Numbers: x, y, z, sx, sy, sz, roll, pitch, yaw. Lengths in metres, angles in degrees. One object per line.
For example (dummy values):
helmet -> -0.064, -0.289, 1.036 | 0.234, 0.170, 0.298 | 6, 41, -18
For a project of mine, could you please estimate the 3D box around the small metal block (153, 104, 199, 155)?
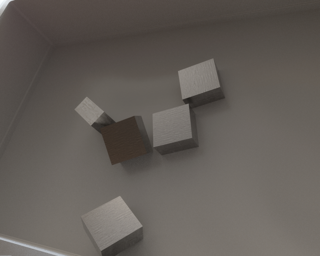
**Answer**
small metal block -> 0.019, 0.002, 0.393 | 0.050, 0.025, 0.050 | -15, 56, 19

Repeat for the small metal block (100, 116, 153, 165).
small metal block -> -0.043, 0.016, 0.403 | 0.050, 0.025, 0.050 | -20, 86, 16

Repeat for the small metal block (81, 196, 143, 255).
small metal block -> -0.054, 0.112, 0.349 | 0.050, 0.025, 0.050 | -24, 46, -27

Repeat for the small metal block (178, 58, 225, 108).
small metal block -> 0.055, -0.058, 0.412 | 0.050, 0.025, 0.050 | -17, 55, 17

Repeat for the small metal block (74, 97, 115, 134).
small metal block -> -0.086, -0.012, 0.439 | 0.025, 0.050, 0.050 | -48, 50, -5
